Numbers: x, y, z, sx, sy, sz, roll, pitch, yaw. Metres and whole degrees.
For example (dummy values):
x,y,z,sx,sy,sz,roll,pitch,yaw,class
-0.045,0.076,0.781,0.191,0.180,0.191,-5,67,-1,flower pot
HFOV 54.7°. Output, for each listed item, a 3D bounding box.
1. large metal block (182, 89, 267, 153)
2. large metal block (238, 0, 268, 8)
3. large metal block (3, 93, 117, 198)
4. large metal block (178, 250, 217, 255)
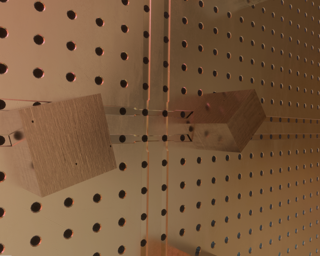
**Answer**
x,y,z,sx,sy,sz,roll,pitch,yaw,class
0.095,-0.011,0.456,0.080,0.080,0.050,-46,118,-31,large metal block
0.173,-0.261,0.521,0.050,0.080,0.080,34,69,-35,large metal block
-0.098,0.013,0.312,0.081,0.050,0.079,-18,102,-39,large metal block
0.076,0.214,0.440,0.080,0.080,0.050,25,74,-38,large metal block
